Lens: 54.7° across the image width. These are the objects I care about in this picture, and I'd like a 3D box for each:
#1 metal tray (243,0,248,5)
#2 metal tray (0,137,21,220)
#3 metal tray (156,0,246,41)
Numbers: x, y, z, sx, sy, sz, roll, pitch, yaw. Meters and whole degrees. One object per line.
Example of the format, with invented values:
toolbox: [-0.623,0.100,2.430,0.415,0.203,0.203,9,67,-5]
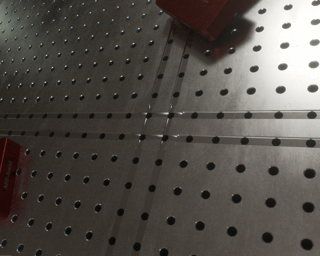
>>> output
metal tray: [0.094,-0.218,0.489,0.130,0.030,0.090,-42,51,-1]
metal tray: [-0.278,0.086,0.495,0.090,0.030,0.130,-19,54,16]
metal tray: [0.060,-0.199,0.468,0.090,0.030,0.130,-52,50,11]
